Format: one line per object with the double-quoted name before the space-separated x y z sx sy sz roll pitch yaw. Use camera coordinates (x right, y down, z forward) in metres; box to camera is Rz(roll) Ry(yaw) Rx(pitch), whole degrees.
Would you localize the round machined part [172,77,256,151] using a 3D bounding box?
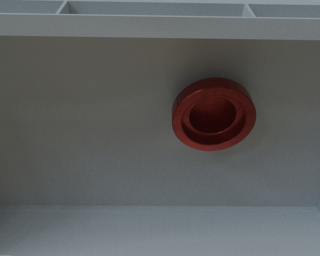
"round machined part" 0.063 -0.021 0.381 0.099 0.042 0.097 0 130 0
